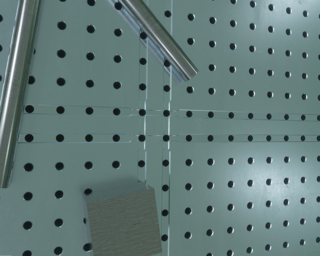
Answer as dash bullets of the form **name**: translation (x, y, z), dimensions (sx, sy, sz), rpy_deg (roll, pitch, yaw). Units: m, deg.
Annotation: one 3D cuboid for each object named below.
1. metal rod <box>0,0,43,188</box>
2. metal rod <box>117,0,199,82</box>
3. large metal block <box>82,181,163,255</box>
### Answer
- **metal rod**: translation (-0.159, -0.082, 0.353), dimensions (0.025, 0.025, 0.298), rpy_deg (10, 87, -20)
- **metal rod**: translation (-0.053, -0.180, 0.393), dimensions (0.025, 0.025, 0.300), rpy_deg (-46, 105, -14)
- **large metal block**: translation (-0.048, 0.117, 0.383), dimensions (0.081, 0.050, 0.079), rpy_deg (-8, 93, -20)
